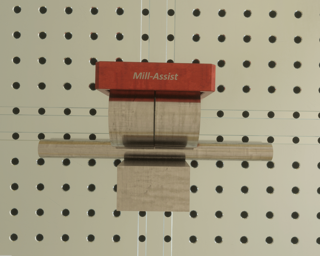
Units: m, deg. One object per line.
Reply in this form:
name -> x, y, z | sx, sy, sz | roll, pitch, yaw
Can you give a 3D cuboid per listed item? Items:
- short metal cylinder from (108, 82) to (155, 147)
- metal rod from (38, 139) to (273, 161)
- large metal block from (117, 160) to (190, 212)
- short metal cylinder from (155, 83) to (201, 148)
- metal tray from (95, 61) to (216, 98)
short metal cylinder -> -0.032, -0.016, 0.383 | 0.050, 0.080, 0.079 | 1, 90, 0
metal rod -> -0.005, 0.029, 0.409 | 0.302, 0.025, 0.025 | 1, 90, 0
large metal block -> -0.007, 0.067, 0.382 | 0.081, 0.080, 0.050 | 1, 90, 0
short metal cylinder -> 0.020, -0.016, 0.383 | 0.050, 0.080, 0.079 | 2, 90, 0
metal tray -> -0.005, -0.056, 0.377 | 0.131, 0.090, 0.030 | 1, 90, 0
